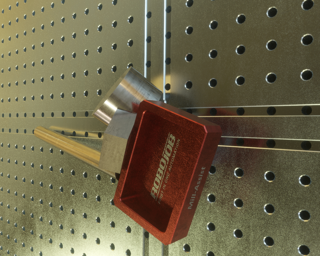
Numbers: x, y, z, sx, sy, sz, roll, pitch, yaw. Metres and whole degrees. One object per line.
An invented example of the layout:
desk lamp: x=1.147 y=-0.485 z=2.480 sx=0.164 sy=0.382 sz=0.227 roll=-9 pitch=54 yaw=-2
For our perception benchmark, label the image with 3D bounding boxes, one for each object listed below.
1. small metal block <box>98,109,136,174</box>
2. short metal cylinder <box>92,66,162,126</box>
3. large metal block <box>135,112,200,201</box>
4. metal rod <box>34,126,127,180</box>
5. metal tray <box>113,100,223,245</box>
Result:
small metal block: x=-0.047 y=0.014 z=0.352 sx=0.025 sy=0.050 sz=0.050 roll=16 pitch=124 yaw=0
short metal cylinder: x=-0.043 y=-0.033 z=0.399 sx=0.050 sy=0.080 sz=0.080 roll=39 pitch=123 yaw=-15
large metal block: x=0.003 y=0.035 z=0.387 sx=0.080 sy=0.050 sz=0.080 roll=-42 pitch=65 yaw=31
metal rod: x=-0.136 y=0.030 z=0.480 sx=0.300 sy=0.025 sz=0.025 roll=13 pitch=99 yaw=50
metal tray: x=0.003 y=0.044 z=0.332 sx=0.090 sy=0.030 sz=0.129 roll=26 pitch=106 yaw=37
